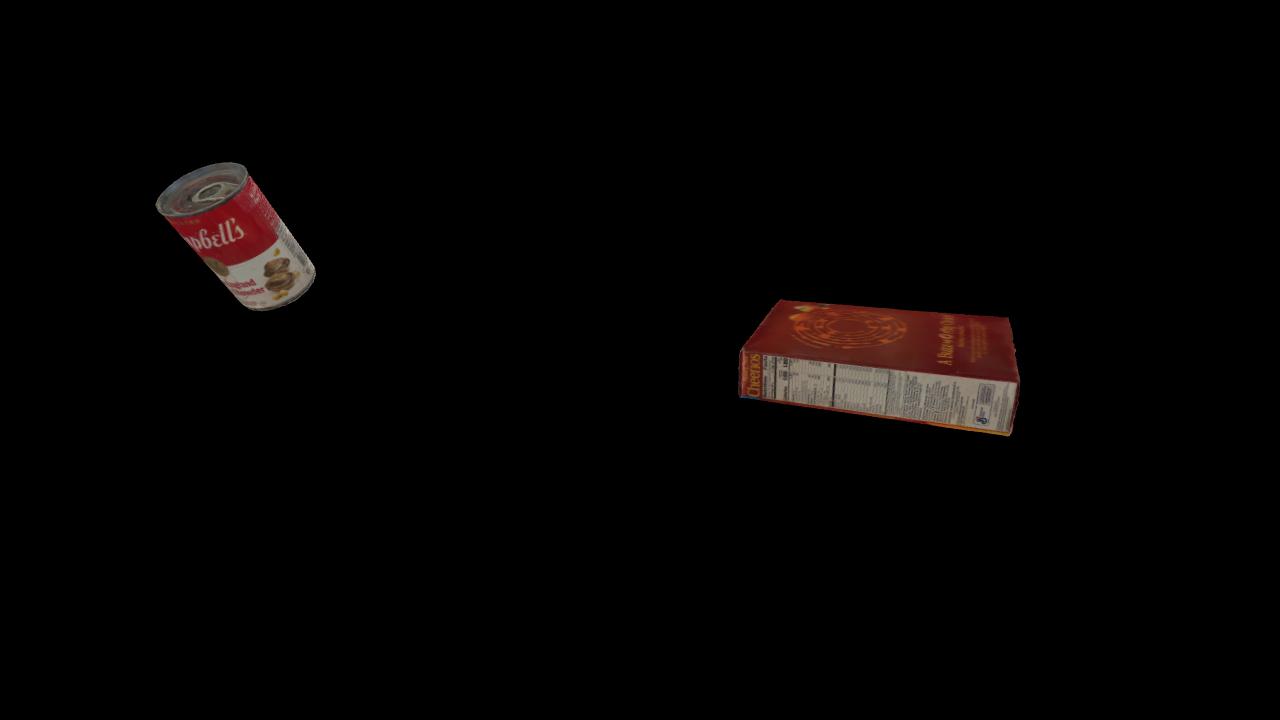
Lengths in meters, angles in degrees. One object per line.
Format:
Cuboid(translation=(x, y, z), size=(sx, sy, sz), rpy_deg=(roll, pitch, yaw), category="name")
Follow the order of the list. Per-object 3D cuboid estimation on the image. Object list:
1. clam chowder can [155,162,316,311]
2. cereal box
Cuboid(translation=(-0.322, -0.097, 0.500), size=(0.068, 0.068, 0.102), rpy_deg=(0, -39, 10), category="clam chowder can")
Cuboid(translation=(0.300, -0.003, 0.788), size=(0.306, 0.081, 0.203), rpy_deg=(7, 26, 24), category="cereal box")
